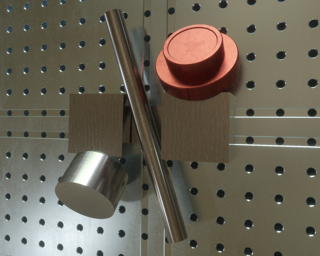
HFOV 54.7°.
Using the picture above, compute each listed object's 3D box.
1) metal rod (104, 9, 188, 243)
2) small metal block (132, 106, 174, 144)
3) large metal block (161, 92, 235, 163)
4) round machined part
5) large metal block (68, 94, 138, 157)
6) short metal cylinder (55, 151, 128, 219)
[{"bbox_3d":[-0.020,-0.007,0.392,0.025,0.025,0.299,-18,84,19],"label":"metal rod"},{"bbox_3d":[-0.009,-0.004,0.416,0.050,0.025,0.050,1,90,20],"label":"small metal block"},{"bbox_3d":[0.048,-0.001,0.383,0.080,0.050,0.079,1,90,20],"label":"large metal block"},{"bbox_3d":[0.041,-0.083,0.363,0.098,0.042,0.098,-9,53,12],"label":"round machined part"},{"bbox_3d":[-0.076,-0.005,0.427,0.080,0.050,0.079,2,91,20],"label":"large metal block"},{"bbox_3d":[-0.088,0.076,0.408,0.080,0.050,0.080,11,136,11],"label":"short metal cylinder"}]
